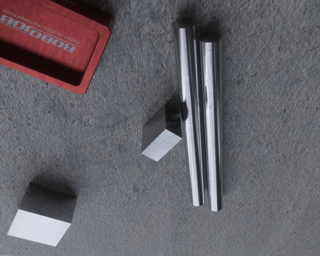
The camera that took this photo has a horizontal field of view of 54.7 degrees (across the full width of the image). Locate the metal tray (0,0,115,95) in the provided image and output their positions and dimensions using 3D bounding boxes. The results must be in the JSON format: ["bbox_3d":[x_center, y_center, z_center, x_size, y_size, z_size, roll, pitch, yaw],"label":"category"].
[{"bbox_3d":[-0.124,-0.098,0.318,0.131,0.030,0.089,21,127,-18],"label":"metal tray"}]

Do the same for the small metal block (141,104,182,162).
[{"bbox_3d":[0.001,0.006,0.396,0.025,0.050,0.050,30,124,-23],"label":"small metal block"}]

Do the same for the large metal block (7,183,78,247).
[{"bbox_3d":[-0.194,0.145,0.512,0.080,0.050,0.080,23,126,-19],"label":"large metal block"}]

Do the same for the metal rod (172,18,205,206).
[{"bbox_3d":[0.043,0.006,0.412,0.025,0.025,0.298,-6,130,4],"label":"metal rod"}]

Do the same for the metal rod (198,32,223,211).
[{"bbox_3d":[0.073,0.017,0.422,0.025,0.025,0.298,-6,130,5],"label":"metal rod"}]
